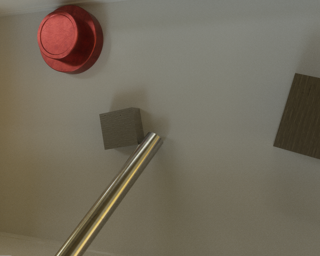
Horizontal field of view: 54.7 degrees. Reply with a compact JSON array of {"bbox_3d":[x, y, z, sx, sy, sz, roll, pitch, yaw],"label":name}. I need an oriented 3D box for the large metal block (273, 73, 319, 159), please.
[{"bbox_3d":[0.175,-0.008,0.336,0.080,0.050,0.079,17,96,19],"label":"large metal block"}]

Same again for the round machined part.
[{"bbox_3d":[-0.136,-0.130,0.448,0.098,0.042,0.097,0,90,19],"label":"round machined part"}]

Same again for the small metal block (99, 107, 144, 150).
[{"bbox_3d":[-0.052,0.001,0.428,0.050,0.025,0.050,-10,87,19],"label":"small metal block"}]

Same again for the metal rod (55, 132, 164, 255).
[{"bbox_3d":[-0.088,0.124,0.354,0.025,0.025,0.301,29,65,17],"label":"metal rod"}]
